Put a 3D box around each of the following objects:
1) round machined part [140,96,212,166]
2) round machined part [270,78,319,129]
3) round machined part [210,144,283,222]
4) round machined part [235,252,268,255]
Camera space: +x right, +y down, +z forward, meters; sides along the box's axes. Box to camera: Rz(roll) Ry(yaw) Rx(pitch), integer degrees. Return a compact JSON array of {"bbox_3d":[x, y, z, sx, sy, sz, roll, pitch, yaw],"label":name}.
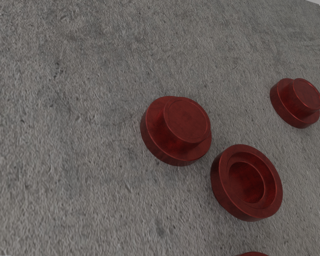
[{"bbox_3d":[0.027,-0.002,0.409,0.099,0.042,0.098,14,56,-21],"label":"round machined part"},{"bbox_3d":[0.252,-0.051,0.559,0.099,0.042,0.098,14,56,-21],"label":"round machined part"},{"bbox_3d":[0.107,0.074,0.405,0.099,0.042,0.098,14,56,-21],"label":"round machined part"},{"bbox_3d":[0.097,0.187,0.331,0.099,0.042,0.098,14,56,-21],"label":"round machined part"}]
